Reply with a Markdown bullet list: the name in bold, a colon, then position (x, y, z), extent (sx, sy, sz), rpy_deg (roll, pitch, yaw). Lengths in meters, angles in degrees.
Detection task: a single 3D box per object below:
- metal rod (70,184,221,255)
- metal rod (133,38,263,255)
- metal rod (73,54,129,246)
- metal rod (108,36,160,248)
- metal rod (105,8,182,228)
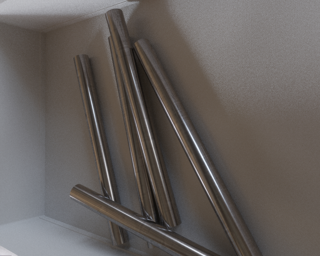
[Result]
- **metal rod**: position (0.000, 0.132, 0.375), extent (0.300, 0.025, 0.025), rpy_deg (17, 101, 32)
- **metal rod**: position (0.036, 0.013, 0.375), extent (0.025, 0.025, 0.299), rpy_deg (-39, 67, 33)
- **metal rod**: position (-0.094, 0.026, 0.481), extent (0.025, 0.025, 0.299), rpy_deg (-23, 75, 37)
- **metal rod**: position (-0.034, 0.011, 0.432), extent (0.025, 0.025, 0.298), rpy_deg (-19, 78, 38)
- **metal rod**: position (-0.025, -0.019, 0.414), extent (0.025, 0.025, 0.299), rpy_deg (-22, 80, 37)
